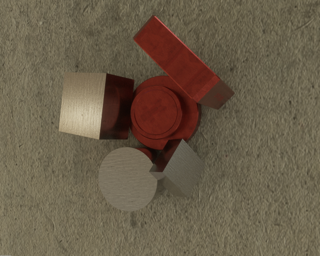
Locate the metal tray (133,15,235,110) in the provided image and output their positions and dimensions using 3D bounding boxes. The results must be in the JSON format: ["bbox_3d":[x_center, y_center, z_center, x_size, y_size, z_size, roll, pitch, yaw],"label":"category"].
[{"bbox_3d":[0.033,-0.065,0.341,0.030,0.130,0.090,-46,76,14],"label":"metal tray"}]

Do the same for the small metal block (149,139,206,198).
[{"bbox_3d":[0.022,0.049,0.377,0.025,0.050,0.050,-8,131,50],"label":"small metal block"}]

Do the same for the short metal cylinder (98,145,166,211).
[{"bbox_3d":[-0.033,0.063,0.408,0.080,0.050,0.079,0,90,19],"label":"short metal cylinder"}]

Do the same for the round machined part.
[{"bbox_3d":[0.001,-0.020,0.401,0.098,0.042,0.097,0,90,19],"label":"round machined part"}]

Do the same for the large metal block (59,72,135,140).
[{"bbox_3d":[-0.085,-0.030,0.412,0.080,0.050,0.079,9,93,36],"label":"large metal block"}]
